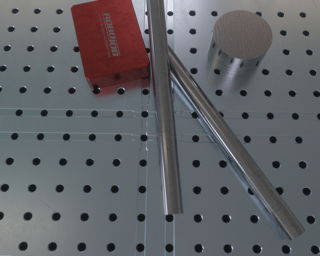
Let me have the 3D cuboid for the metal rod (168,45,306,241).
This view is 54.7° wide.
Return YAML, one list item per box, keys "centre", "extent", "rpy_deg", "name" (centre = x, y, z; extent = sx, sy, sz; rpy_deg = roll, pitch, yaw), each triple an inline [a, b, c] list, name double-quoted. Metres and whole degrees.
- centre: [0.082, 0.007, 0.409]
  extent: [0.025, 0.025, 0.299]
  rpy_deg: [-30, 73, -10]
  name: "metal rod"

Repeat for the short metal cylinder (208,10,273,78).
- centre: [0.112, -0.119, 0.443]
  extent: [0.081, 0.050, 0.080]
  rpy_deg: [0, 70, 0]
  name: "short metal cylinder"

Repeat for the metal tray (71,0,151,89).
- centre: [-0.073, -0.129, 0.455]
  extent: [0.091, 0.030, 0.130]
  rpy_deg: [-14, 71, -5]
  name: "metal tray"

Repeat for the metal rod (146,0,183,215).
- centre: [0.004, -0.041, 0.409]
  extent: [0.025, 0.025, 0.299]
  rpy_deg: [-4, 76, -2]
  name: "metal rod"
